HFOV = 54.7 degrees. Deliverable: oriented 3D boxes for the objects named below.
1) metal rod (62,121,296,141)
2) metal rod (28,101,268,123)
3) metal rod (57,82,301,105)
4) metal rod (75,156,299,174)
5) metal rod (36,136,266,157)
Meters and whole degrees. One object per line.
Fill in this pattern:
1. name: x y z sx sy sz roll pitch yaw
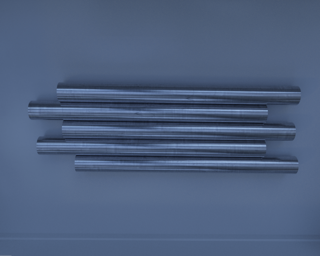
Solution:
1. metal rod: 0.025 0.003 0.411 0.302 0.025 0.025 1 110 -1
2. metal rod: -0.014 -0.021 0.402 0.302 0.025 0.025 1 110 -1
3. metal rod: 0.024 -0.043 0.394 0.302 0.025 0.025 1 110 -1
4. metal rod: 0.037 0.050 0.429 0.302 0.025 0.025 1 110 -1
5. metal rod: -0.010 0.025 0.419 0.302 0.025 0.025 1 110 -1
